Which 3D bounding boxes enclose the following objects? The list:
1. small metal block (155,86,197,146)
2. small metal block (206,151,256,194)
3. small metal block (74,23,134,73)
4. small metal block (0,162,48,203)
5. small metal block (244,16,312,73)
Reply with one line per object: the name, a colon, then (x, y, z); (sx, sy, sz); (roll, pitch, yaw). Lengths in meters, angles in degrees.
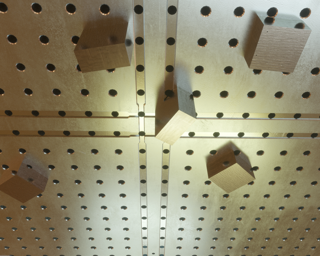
small metal block: (0.018, -0.015, 0.383); (0.025, 0.050, 0.050); (27, 125, -21)
small metal block: (0.108, 0.068, 0.472); (0.050, 0.025, 0.050); (-36, 122, 26)
small metal block: (-0.056, -0.084, 0.323); (0.050, 0.050, 0.025); (-7, 130, 5)
small metal block: (-0.214, 0.086, 0.482); (0.050, 0.025, 0.050); (-30, 124, 23)
small metal block: (0.126, -0.090, 0.337); (0.050, 0.025, 0.050); (5, 130, -5)
